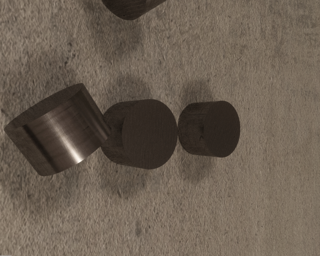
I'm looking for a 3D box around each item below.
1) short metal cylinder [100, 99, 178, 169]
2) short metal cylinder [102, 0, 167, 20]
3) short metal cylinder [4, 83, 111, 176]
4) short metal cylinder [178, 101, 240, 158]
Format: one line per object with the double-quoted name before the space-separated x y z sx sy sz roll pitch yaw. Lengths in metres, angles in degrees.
"short metal cylinder" -0.025 0.007 0.369 0.081 0.050 0.079 0 90 -40
"short metal cylinder" -0.030 -0.169 0.345 0.050 0.080 0.080 -44 117 -31
"short metal cylinder" -0.094 0.000 0.291 0.080 0.080 0.050 -43 117 -32
"short metal cylinder" 0.072 0.001 0.451 0.081 0.050 0.079 0 90 -40
